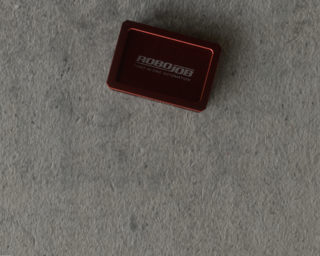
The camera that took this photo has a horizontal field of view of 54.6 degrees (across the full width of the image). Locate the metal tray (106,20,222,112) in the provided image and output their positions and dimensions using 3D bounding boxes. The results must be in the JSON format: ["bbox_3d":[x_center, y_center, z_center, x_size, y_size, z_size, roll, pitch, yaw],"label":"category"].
[{"bbox_3d":[0.005,-0.079,0.407,0.131,0.030,0.090,15,90,0],"label":"metal tray"}]
